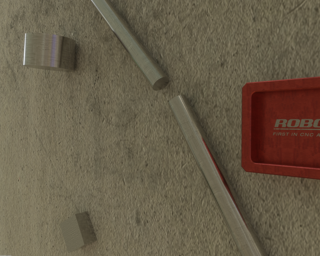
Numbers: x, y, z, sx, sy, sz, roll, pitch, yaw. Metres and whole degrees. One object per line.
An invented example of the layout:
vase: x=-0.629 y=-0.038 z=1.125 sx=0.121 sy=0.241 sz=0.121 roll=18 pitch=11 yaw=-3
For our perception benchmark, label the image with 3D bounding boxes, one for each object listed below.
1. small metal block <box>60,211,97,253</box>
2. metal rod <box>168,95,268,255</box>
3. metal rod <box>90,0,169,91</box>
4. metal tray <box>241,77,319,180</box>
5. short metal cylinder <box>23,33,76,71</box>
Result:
small metal block: x=-0.136 y=0.173 z=0.514 sx=0.050 sy=0.025 sz=0.050 roll=-36 pitch=68 yaw=34
metal rod: x=0.080 y=0.094 z=0.337 sx=0.025 sy=0.025 sz=0.299 roll=-38 pitch=67 yaw=33
metal rod: x=-0.075 y=-0.170 z=0.463 sx=0.025 sy=0.025 sz=0.299 roll=-48 pitch=62 yaw=29
metal tray: x=0.142 y=0.000 z=0.283 sx=0.130 sy=0.030 sz=0.089 roll=1 pitch=91 yaw=39
short metal cylinder: x=-0.183 y=-0.125 z=0.517 sx=0.080 sy=0.081 sz=0.050 roll=8 pitch=96 yaw=39
